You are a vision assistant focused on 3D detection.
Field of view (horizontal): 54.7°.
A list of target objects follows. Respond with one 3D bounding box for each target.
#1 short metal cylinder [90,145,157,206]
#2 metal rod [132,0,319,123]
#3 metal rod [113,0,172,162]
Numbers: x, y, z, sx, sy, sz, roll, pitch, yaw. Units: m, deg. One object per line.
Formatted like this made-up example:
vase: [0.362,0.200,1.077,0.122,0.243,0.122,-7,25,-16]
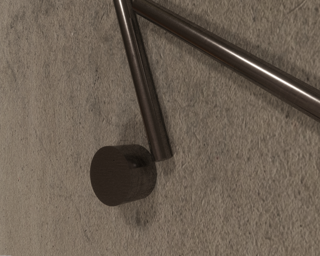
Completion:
short metal cylinder: [-0.051,0.063,0.429,0.080,0.050,0.079,0,90,39]
metal rod: [0.069,-0.086,0.346,0.300,0.025,0.025,41,115,32]
metal rod: [-0.034,-0.100,0.430,0.025,0.025,0.299,-23,75,37]
